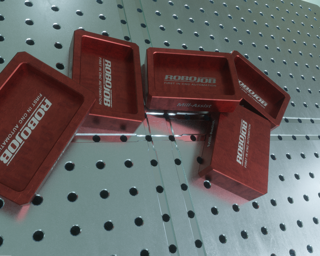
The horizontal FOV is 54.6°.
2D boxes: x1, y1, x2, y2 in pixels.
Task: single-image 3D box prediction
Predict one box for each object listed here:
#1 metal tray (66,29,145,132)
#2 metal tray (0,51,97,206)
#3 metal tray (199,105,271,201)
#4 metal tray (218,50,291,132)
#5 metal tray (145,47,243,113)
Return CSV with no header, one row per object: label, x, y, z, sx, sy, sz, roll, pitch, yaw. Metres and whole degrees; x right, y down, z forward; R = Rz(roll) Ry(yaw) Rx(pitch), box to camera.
metal tray,-0.071,-0.062,0.404,0.091,0.030,0.130,8,58,-24
metal tray,-0.135,-0.001,0.309,0.090,0.030,0.130,31,68,-8
metal tray,0.112,0.027,0.448,0.090,0.030,0.130,27,52,-12
metal tray,0.152,-0.062,0.523,0.130,0.030,0.090,40,51,-1
metal tray,0.045,-0.070,0.447,0.131,0.030,0.090,2,59,-9
